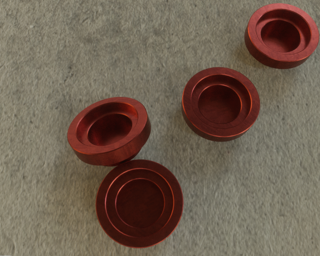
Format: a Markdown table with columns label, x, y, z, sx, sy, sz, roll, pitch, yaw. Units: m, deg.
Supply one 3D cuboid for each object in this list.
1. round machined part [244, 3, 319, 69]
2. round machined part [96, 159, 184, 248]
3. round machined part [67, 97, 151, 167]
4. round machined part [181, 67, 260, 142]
| label | x | y | z | sx | sy | sz | roll | pitch | yaw |
| --- | --- | --- | --- | --- | --- | --- | --- | --- | --- |
| round machined part | 0.171 | -0.127 | 0.448 | 0.099 | 0.042 | 0.098 | 0 | 70 | -1 |
| round machined part | -0.023 | 0.090 | 0.366 | 0.099 | 0.042 | 0.098 | 0 | 70 | -1 |
| round machined part | -0.059 | 0.009 | 0.381 | 0.098 | 0.042 | 0.098 | -9 | 43 | 8 |
| round machined part | 0.077 | -0.028 | 0.410 | 0.099 | 0.042 | 0.098 | 0 | 70 | -1 |
